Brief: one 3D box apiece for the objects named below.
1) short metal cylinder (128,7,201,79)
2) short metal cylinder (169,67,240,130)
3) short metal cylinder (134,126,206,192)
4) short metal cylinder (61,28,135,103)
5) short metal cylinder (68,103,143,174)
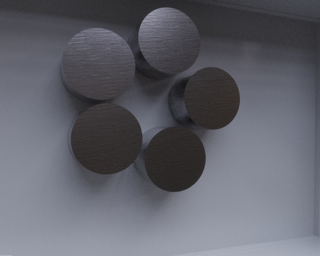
[{"bbox_3d":[0.004,-0.105,0.396,0.081,0.050,0.080,0,90,-20],"label":"short metal cylinder"},{"bbox_3d":[0.059,-0.038,0.416,0.081,0.050,0.080,0,90,-20],"label":"short metal cylinder"},{"bbox_3d":[0.011,0.038,0.399,0.081,0.050,0.080,0,90,-20],"label":"short metal cylinder"},{"bbox_3d":[-0.075,-0.071,0.367,0.081,0.050,0.080,0,90,-20],"label":"short metal cylinder"},{"bbox_3d":[-0.067,0.012,0.370,0.081,0.050,0.080,0,90,-20],"label":"short metal cylinder"}]
